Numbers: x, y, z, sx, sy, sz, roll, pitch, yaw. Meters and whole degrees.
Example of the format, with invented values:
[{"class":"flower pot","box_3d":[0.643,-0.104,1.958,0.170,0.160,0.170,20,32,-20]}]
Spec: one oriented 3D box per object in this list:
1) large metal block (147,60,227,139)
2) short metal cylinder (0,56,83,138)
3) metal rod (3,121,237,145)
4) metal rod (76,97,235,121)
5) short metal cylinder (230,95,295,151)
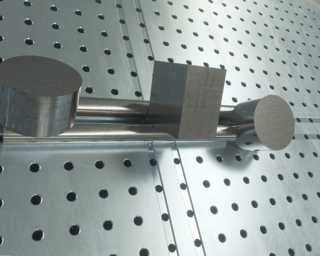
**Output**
[{"class":"large metal block","box_3d":[0.029,-0.036,0.372,0.050,0.080,0.079,1,103,-28]},{"class":"short metal cylinder","box_3d":[-0.127,-0.035,0.326,0.081,0.050,0.080,15,34,-10]},{"class":"metal rod","box_3d":[-0.027,0.006,0.389,0.303,0.025,0.025,1,62,-28]},{"class":"metal rod","box_3d":[0.031,-0.024,0.438,0.303,0.025,0.025,1,62,-28]},{"class":"short metal cylinder","box_3d":[0.151,-0.005,0.460,0.081,0.050,0.080,4,82,-27]}]
